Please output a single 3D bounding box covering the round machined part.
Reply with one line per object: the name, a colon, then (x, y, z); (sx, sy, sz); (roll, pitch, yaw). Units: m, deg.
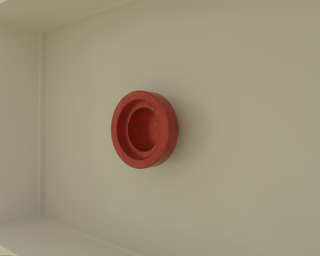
round machined part: (-0.015, 0.002, 0.401); (0.098, 0.042, 0.097); (0, 90, 39)
